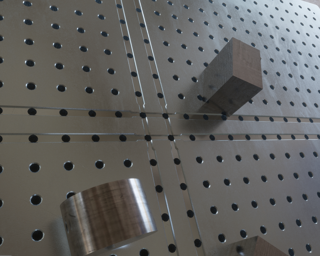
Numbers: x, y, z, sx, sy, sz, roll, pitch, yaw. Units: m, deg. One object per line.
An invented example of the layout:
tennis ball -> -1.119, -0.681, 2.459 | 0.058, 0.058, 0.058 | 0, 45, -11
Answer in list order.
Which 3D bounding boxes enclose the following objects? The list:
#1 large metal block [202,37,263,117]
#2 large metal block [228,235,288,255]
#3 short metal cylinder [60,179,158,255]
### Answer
large metal block -> 0.109, -0.077, 0.478 | 0.050, 0.080, 0.080 | 20, 54, -16
large metal block -> 0.116, 0.181, 0.344 | 0.080, 0.050, 0.080 | 35, 51, -6
short metal cylinder -> -0.048, 0.087, 0.294 | 0.081, 0.080, 0.050 | -8, 66, -32
